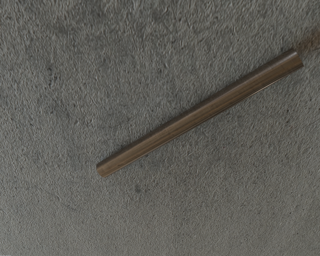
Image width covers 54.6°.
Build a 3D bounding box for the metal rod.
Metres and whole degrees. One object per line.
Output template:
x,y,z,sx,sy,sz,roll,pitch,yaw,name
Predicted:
0.034,-0.008,0.400,0.300,0.025,0.025,-31,124,23,metal rod
